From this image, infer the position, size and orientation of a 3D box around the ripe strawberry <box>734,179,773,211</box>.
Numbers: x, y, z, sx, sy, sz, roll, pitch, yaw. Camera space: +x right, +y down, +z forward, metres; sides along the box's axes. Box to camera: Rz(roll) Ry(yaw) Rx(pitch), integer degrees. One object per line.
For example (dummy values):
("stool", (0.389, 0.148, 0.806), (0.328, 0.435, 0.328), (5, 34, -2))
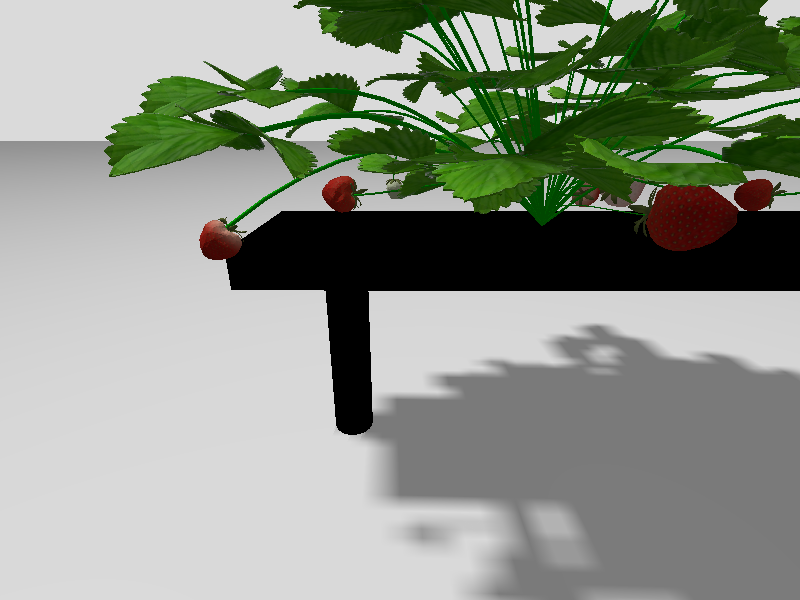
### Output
("ripe strawberry", (0.358, -0.107, 0.407), (0.030, 0.031, 0.028), (6, 24, 16))

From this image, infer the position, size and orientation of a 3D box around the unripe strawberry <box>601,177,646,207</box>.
("unripe strawberry", (0.245, -0.126, 0.438), (0.049, 0.048, 0.045), (-18, 29, -37))

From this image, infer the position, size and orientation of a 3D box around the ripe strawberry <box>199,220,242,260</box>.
("ripe strawberry", (-0.115, -0.037, 0.253), (0.025, 0.024, 0.022), (40, 1, -32))

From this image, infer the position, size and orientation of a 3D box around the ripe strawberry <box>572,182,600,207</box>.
("ripe strawberry", (0.200, -0.115, 0.427), (0.026, 0.030, 0.029), (18, 29, 36))

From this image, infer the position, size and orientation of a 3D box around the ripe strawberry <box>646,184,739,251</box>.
("ripe strawberry", (0.203, -0.058, 0.278), (0.050, 0.050, 0.047), (21, 31, 38))

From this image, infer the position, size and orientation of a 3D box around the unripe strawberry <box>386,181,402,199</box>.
("unripe strawberry", (-0.006, -0.133, 0.486), (0.023, 0.023, 0.019), (-19, 30, -37))

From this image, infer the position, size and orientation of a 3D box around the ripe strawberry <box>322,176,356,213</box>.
("ripe strawberry", (-0.060, -0.106, 0.401), (0.034, 0.035, 0.031), (7, 24, 17))
